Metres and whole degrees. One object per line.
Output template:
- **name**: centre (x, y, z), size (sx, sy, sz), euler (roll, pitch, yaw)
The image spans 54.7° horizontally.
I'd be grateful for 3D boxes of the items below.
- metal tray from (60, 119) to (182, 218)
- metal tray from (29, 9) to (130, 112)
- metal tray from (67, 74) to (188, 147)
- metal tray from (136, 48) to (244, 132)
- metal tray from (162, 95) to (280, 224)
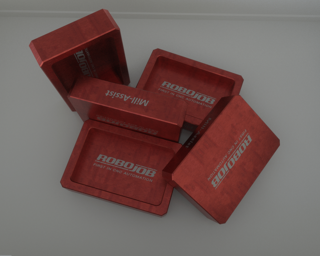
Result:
- **metal tray**: centre (-0.044, 0.049, 0.385), size (0.131, 0.030, 0.090), euler (15, 71, 5)
- **metal tray**: centre (-0.088, -0.075, 0.377), size (0.090, 0.130, 0.030), euler (-29, 73, -10)
- **metal tray**: centre (-0.036, -0.017, 0.378), size (0.131, 0.090, 0.030), euler (15, 71, 5)
- **metal tray**: centre (0.037, -0.047, 0.423), size (0.131, 0.030, 0.090), euler (20, 71, 6)
- **metal tray**: centre (0.076, 0.036, 0.372), size (0.090, 0.030, 0.130), euler (45, 74, -15)
